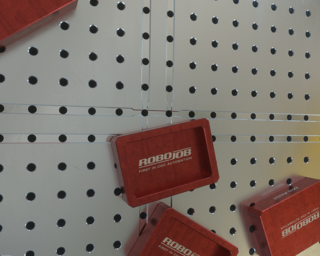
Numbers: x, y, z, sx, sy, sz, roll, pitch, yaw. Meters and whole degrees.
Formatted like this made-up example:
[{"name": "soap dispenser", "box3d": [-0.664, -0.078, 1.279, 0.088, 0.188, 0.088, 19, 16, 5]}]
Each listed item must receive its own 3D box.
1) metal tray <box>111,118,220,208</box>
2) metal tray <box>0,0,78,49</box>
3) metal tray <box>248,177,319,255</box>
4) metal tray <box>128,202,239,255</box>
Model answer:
[{"name": "metal tray", "box3d": [0.009, 0.042, 0.412, 0.131, 0.030, 0.090, -13, 94, -20]}, {"name": "metal tray", "box3d": [-0.170, -0.152, 0.347, 0.131, 0.030, 0.090, -37, 102, -16]}, {"name": "metal tray", "box3d": [0.210, 0.144, 0.487, 0.131, 0.030, 0.090, -20, 97, -19]}, {"name": "metal tray", "box3d": [0.034, 0.172, 0.422, 0.130, 0.030, 0.090, 34, 79, -17]}]
